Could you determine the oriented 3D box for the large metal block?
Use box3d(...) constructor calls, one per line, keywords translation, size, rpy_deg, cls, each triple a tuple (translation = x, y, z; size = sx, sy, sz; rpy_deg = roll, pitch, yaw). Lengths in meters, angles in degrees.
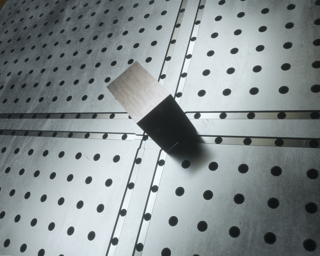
box3d(translation=(-0.011, -0.026, 0.395), size=(0.050, 0.080, 0.080), rpy_deg=(-42, 51, 0), cls="large metal block")
